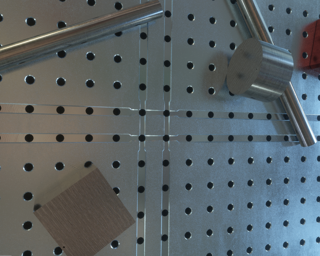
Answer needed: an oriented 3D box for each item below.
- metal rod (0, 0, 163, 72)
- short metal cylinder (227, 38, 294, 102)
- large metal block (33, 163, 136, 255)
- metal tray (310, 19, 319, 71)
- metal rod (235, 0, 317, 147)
[{"bbox_3d":[-0.132,-0.098,0.363,0.302,0.025,0.025,-25,99,-19],"label":"metal rod"},{"bbox_3d":[0.138,-0.080,0.436,0.050,0.080,0.080,12,86,-20],"label":"short metal cylinder"},{"bbox_3d":[-0.089,0.099,0.367,0.080,0.050,0.080,-36,102,-17],"label":"large metal block"},{"bbox_3d":[0.324,-0.131,0.532,0.131,0.030,0.090,12,86,-20],"label":"metal tray"},{"bbox_3d":[0.173,-0.105,0.478,0.025,0.025,0.299,-31,101,-18],"label":"metal rod"}]
